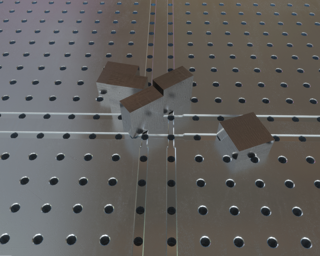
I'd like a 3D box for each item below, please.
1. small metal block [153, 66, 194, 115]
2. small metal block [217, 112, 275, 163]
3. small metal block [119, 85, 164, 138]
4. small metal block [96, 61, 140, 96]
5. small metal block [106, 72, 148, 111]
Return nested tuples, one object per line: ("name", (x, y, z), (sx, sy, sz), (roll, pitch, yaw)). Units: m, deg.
("small metal block", (0.018, -0.052, 0.436), (0.050, 0.050, 0.025), (-29, 56, -22))
("small metal block", (0.109, 0.011, 0.399), (0.050, 0.025, 0.050), (-16, 52, -13))
("small metal block", (-0.023, -0.021, 0.409), (0.050, 0.050, 0.025), (-29, 56, -22))
("small metal block", (-0.062, -0.072, 0.468), (0.050, 0.025, 0.050), (10, 51, 8))
("small metal block", (-0.043, -0.048, 0.431), (0.050, 0.050, 0.025), (9, 51, 7))
